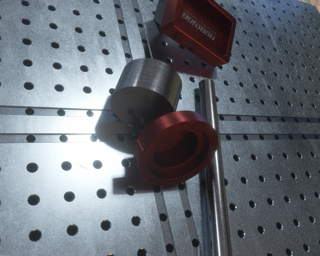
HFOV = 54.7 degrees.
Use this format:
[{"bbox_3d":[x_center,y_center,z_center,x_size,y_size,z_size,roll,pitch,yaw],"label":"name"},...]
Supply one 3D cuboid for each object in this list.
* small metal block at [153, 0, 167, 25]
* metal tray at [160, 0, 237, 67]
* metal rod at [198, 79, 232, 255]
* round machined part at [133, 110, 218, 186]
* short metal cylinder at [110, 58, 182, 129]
[{"bbox_3d":[0.021,-0.204,0.527,0.050,0.050,0.025,-25,61,-37],"label":"small metal block"},{"bbox_3d":[0.067,-0.168,0.505,0.131,0.030,0.090,24,71,-34],"label":"metal tray"},{"bbox_3d":[0.072,0.057,0.413,0.025,0.025,0.299,14,56,-21],"label":"metal rod"},{"bbox_3d":[0.015,0.019,0.366,0.099,0.097,0.042,1,35,-28],"label":"round machined part"},{"bbox_3d":[-0.016,-0.041,0.391,0.080,0.080,0.050,25,53,-13],"label":"short metal cylinder"}]
